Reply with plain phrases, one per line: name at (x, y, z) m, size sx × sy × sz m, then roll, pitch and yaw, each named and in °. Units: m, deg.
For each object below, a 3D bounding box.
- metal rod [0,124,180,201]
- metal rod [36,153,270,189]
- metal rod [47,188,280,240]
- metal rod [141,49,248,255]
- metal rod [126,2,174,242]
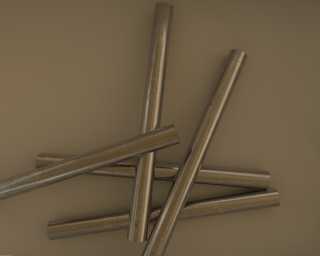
metal rod at (-0.122, 0.053, 0.383) m, size 0.301 × 0.025 × 0.025 m, roll -18°, pitch 90°, yaw 5°
metal rod at (-0.008, 0.057, 0.410) m, size 0.302 × 0.025 × 0.025 m, roll 5°, pitch 90°, yaw -1°
metal rod at (0.005, 0.113, 0.410) m, size 0.302 × 0.025 × 0.025 m, roll -8°, pitch 90°, yaw -1°
metal rod at (0.043, 0.037, 0.391) m, size 0.025 × 0.025 × 0.299 m, roll 24°, pitch 82°, yaw -1°
metal rod at (-0.011, -0.013, 0.393) m, size 0.025 × 0.025 × 0.298 m, roll 7°, pitch 84°, yaw -1°
